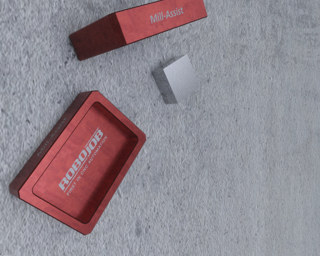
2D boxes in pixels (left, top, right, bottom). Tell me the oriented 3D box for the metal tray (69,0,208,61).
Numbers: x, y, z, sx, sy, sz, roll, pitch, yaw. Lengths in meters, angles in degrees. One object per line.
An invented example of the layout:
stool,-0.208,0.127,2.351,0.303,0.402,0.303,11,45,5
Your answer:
metal tray,-0.022,-0.114,0.345,0.131,0.090,0.030,-31,110,-36

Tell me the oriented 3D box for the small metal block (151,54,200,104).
small metal block,0.022,-0.067,0.425,0.050,0.025,0.050,-39,114,-33

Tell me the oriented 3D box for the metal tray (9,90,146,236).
metal tray,-0.081,0.035,0.334,0.090,0.030,0.130,45,63,-31
